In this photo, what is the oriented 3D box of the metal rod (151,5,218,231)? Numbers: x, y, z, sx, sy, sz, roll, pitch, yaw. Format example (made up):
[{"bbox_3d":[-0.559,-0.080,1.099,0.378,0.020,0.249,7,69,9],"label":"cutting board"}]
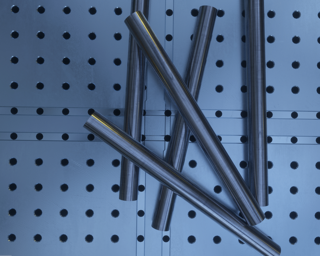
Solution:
[{"bbox_3d":[0.033,-0.013,0.413,0.025,0.025,0.298,12,90,-1],"label":"metal rod"}]

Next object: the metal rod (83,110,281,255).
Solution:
[{"bbox_3d":[0.035,0.078,0.391,0.301,0.025,0.025,37,90,-10],"label":"metal rod"}]

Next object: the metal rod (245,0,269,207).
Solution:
[{"bbox_3d":[0.129,-0.047,0.415,0.025,0.025,0.298,-1,90,-1],"label":"metal rod"}]

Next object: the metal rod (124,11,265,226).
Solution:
[{"bbox_3d":[0.045,-0.009,0.388,0.025,0.025,0.299,-32,93,0],"label":"metal rod"}]

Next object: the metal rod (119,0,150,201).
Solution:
[{"bbox_3d":[-0.033,-0.054,0.412,0.025,0.025,0.298,4,90,-1],"label":"metal rod"}]
